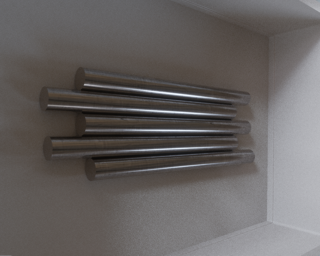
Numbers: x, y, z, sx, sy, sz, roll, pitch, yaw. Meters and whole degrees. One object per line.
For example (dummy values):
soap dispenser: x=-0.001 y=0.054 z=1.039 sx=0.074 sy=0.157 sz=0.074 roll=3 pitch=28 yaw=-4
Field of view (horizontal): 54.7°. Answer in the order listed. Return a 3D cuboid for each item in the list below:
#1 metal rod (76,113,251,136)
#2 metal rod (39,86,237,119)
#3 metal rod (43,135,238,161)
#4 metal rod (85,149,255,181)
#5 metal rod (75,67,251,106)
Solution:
metal rod: x=0.030 y=-0.002 z=0.432 sx=0.302 sy=0.025 sz=0.025 roll=1 pitch=90 yaw=-40
metal rod: x=0.000 y=-0.027 z=0.406 sx=0.302 sy=0.025 sz=0.025 roll=1 pitch=90 yaw=-40
metal rod: x=0.002 y=0.022 z=0.409 sx=0.302 sy=0.025 sz=0.025 roll=1 pitch=90 yaw=-40
metal rod: x=0.039 y=0.048 z=0.440 sx=0.302 sy=0.025 sz=0.025 roll=1 pitch=90 yaw=-40
metal rod: x=0.029 y=-0.052 z=0.431 sx=0.302 sy=0.025 sz=0.025 roll=1 pitch=90 yaw=-40
